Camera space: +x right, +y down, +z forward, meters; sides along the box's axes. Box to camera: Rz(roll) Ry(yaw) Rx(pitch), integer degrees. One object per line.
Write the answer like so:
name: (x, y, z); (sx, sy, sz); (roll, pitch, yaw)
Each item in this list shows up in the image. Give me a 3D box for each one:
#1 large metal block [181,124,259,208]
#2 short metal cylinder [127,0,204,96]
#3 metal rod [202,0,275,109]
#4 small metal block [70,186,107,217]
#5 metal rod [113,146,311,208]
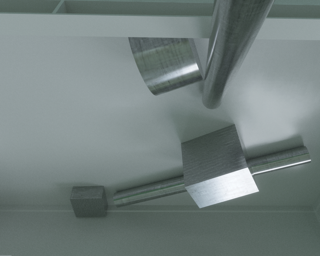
large metal block: (0.078, 0.051, 0.418); (0.080, 0.080, 0.050); (-21, 127, 16)
short metal cylinder: (0.008, -0.078, 0.307); (0.050, 0.080, 0.080); (-17, 128, 14)
metal rod: (0.048, -0.048, 0.236); (0.025, 0.025, 0.300); (-7, 174, 6)
small metal block: (-0.116, 0.122, 0.511); (0.050, 0.025, 0.050); (-1, 130, 0)
metal rod: (0.070, 0.078, 0.476); (0.301, 0.025, 0.025); (-16, 129, 12)
